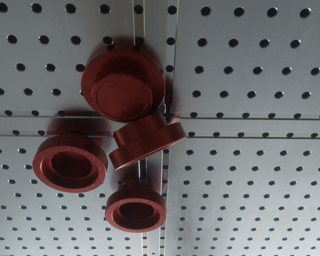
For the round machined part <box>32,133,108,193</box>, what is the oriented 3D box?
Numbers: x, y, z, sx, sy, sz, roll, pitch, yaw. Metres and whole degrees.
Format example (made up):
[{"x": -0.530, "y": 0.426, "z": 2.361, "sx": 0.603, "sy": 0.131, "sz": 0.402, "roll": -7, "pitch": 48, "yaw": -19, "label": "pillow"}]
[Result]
[{"x": -0.123, "y": 0.045, "z": 0.437, "sx": 0.099, "sy": 0.042, "sz": 0.097, "roll": -1, "pitch": 130, "yaw": 0, "label": "round machined part"}]

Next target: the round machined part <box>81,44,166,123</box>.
[{"x": -0.043, "y": -0.044, "z": 0.362, "sx": 0.099, "sy": 0.042, "sz": 0.097, "roll": 0, "pitch": 130, "yaw": 0, "label": "round machined part"}]

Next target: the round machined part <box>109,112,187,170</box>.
[{"x": -0.019, "y": 0.013, "z": 0.388, "sx": 0.098, "sy": 0.098, "sz": 0.042, "roll": -27, "pitch": 84, "yaw": 21, "label": "round machined part"}]

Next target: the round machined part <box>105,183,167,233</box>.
[{"x": -0.038, "y": 0.127, "z": 0.509, "sx": 0.099, "sy": 0.042, "sz": 0.097, "roll": -1, "pitch": 130, "yaw": 0, "label": "round machined part"}]
